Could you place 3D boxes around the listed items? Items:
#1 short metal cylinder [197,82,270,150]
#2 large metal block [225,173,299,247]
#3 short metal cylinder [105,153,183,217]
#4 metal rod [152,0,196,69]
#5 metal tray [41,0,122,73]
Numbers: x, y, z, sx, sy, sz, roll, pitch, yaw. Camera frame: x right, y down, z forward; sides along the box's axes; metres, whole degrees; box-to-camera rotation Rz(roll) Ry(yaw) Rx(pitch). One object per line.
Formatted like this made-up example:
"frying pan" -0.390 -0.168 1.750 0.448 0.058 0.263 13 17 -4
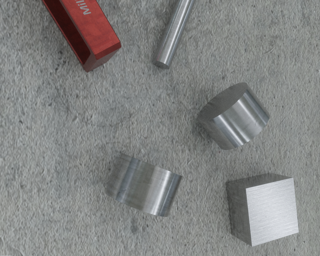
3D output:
"short metal cylinder" 0.097 -0.016 0.416 0.080 0.080 0.050 -45 104 -15
"large metal block" 0.148 0.115 0.451 0.081 0.050 0.080 -8 93 -20
"short metal cylinder" -0.019 0.068 0.373 0.080 0.080 0.050 23 82 -19
"metal rod" 0.054 -0.222 0.428 0.025 0.025 0.299 23 82 -19
"metal tray" -0.097 -0.130 0.338 0.030 0.090 0.130 -34 101 -17
